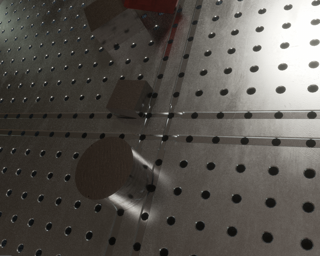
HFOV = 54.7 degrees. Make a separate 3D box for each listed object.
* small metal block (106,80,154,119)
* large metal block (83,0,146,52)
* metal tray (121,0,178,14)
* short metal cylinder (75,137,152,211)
[{"bbox_3d":[-0.044,-0.043,0.456,0.050,0.025,0.050,7,65,30],"label":"small metal block"},{"bbox_3d":[-0.082,-0.197,0.554,0.080,0.050,0.080,-30,52,8],"label":"large metal block"},{"bbox_3d":[-0.031,-0.249,0.538,0.091,0.030,0.130,-3,48,-24],"label":"metal tray"},{"bbox_3d":[-0.057,0.057,0.385,0.080,0.050,0.080,-13,56,20],"label":"short metal cylinder"}]
